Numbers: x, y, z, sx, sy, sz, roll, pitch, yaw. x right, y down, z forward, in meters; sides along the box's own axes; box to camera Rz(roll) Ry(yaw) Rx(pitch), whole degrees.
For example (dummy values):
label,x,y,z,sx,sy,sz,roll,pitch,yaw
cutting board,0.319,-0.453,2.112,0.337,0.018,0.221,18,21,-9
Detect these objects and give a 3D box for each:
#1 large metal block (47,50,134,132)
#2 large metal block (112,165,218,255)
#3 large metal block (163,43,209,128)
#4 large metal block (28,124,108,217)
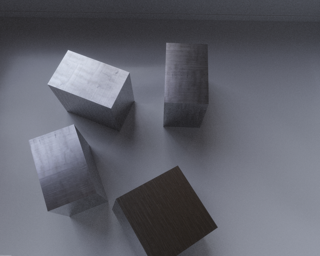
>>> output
label,x,y,z,sx,sy,sz,roll,pitch,yaw
large metal block,-0.082,-0.044,0.396,0.080,0.080,0.050,21,72,7
large metal block,0.003,0.102,0.350,0.081,0.050,0.080,-25,71,-24
large metal block,0.031,-0.052,0.400,0.050,0.080,0.080,2,70,0
large metal block,-0.103,0.053,0.360,0.050,0.080,0.080,-21,72,-8
